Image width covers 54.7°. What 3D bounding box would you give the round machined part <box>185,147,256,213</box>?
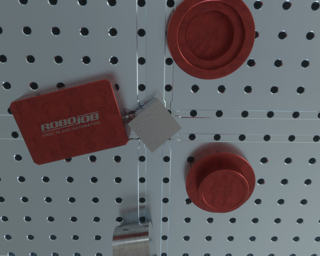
[{"bbox_3d":[0.085,0.079,0.435,0.099,0.042,0.097,0,110,-1],"label":"round machined part"}]

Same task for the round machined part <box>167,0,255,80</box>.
[{"bbox_3d":[0.057,-0.109,0.365,0.099,0.042,0.097,0,110,-1],"label":"round machined part"}]

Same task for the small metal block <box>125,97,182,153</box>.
[{"bbox_3d":[-0.009,-0.005,0.405,0.050,0.025,0.050,-40,107,-4],"label":"small metal block"}]

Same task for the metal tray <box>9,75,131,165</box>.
[{"bbox_3d":[-0.114,-0.010,0.406,0.131,0.030,0.089,-13,110,4],"label":"metal tray"}]

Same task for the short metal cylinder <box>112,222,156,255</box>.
[{"bbox_3d":[-0.034,0.181,0.450,0.050,0.080,0.079,-9,110,3],"label":"short metal cylinder"}]
